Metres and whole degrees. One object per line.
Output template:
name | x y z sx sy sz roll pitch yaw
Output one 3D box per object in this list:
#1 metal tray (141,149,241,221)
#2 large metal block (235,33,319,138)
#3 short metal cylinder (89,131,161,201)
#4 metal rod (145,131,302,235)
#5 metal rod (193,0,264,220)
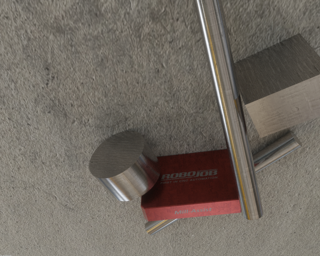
metal tray | 0.042 0.077 0.430 0.131 0.090 0.030 -7 130 5
large metal block | 0.130 -0.046 0.334 0.080 0.080 0.050 -23 127 18
short metal cylinder | -0.046 0.049 0.413 0.080 0.080 0.050 -19 128 15
metal rod | 0.084 0.099 0.492 0.025 0.025 0.299 35 122 -26
metal rod | 0.071 -0.031 0.321 0.025 0.025 0.298 -13 111 10
